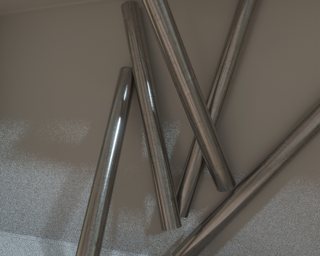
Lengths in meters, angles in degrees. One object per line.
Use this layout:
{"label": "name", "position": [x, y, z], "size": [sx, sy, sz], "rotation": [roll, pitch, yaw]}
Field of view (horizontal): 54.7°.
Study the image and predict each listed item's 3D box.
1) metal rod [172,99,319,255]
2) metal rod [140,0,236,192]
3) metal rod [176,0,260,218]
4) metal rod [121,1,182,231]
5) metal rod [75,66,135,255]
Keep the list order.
{"label": "metal rod", "position": [0.119, 0.058, 0.368], "size": [0.025, 0.025, 0.299], "rotation": [43, 103, 15]}
{"label": "metal rod", "position": [0.025, -0.058, 0.337], "size": [0.025, 0.025, 0.299], "rotation": [-17, 109, 19]}
{"label": "metal rod", "position": [0.069, -0.031, 0.385], "size": [0.025, 0.025, 0.298], "rotation": [19, 96, 19]}
{"label": "metal rod", "position": [-0.014, -0.023, 0.401], "size": [0.025, 0.025, 0.299], "rotation": [-14, 80, 19]}
{"label": "metal rod", "position": [-0.065, 0.057, 0.367], "size": [0.025, 0.025, 0.299], "rotation": [0, 64, 20]}
